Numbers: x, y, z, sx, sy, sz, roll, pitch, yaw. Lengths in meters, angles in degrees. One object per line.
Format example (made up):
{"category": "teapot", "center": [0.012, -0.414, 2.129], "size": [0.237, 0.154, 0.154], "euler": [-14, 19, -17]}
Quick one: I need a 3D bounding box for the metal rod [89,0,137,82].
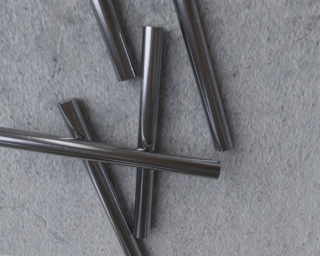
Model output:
{"category": "metal rod", "center": [-0.084, -0.196, 0.336], "size": [0.025, 0.025, 0.298], "euler": [-16, 110, 5]}

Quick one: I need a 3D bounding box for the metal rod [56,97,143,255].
{"category": "metal rod", "center": [-0.075, 0.098, 0.444], "size": [0.025, 0.025, 0.298], "euler": [-17, 110, 6]}

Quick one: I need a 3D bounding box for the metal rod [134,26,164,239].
{"category": "metal rod", "center": [-0.018, 0.020, 0.416], "size": [0.025, 0.025, 0.298], "euler": [3, 110, -2]}

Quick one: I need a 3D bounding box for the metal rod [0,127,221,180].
{"category": "metal rod", "center": [-0.074, 0.031, 0.392], "size": [0.302, 0.025, 0.025], "euler": [9, 110, -4]}

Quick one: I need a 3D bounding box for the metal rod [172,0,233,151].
{"category": "metal rod", "center": [0.041, -0.107, 0.370], "size": [0.025, 0.025, 0.298], "euler": [-17, 110, 6]}
